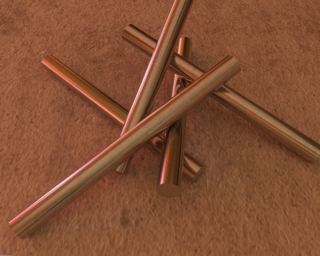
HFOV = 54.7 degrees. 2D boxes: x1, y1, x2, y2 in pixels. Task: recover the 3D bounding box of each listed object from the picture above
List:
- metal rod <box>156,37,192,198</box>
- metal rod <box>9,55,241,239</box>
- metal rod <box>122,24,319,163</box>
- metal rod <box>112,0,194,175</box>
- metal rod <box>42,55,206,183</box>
[{"bbox_3d":[0.025,-0.040,0.415,0.025,0.025,0.300,5,44,4],"label":"metal rod"},{"bbox_3d":[-0.028,0.013,0.345,0.301,0.025,0.025,-38,59,-11],"label":"metal rod"},{"bbox_3d":[0.074,-0.052,0.410,0.300,0.025,0.025,35,58,12],"label":"metal rod"},{"bbox_3d":[0.000,-0.085,0.397,0.025,0.025,0.299,17,76,13],"label":"metal rod"},{"bbox_3d":[-0.065,-0.025,0.423,0.300,0.025,0.025,35,58,25],"label":"metal rod"}]
